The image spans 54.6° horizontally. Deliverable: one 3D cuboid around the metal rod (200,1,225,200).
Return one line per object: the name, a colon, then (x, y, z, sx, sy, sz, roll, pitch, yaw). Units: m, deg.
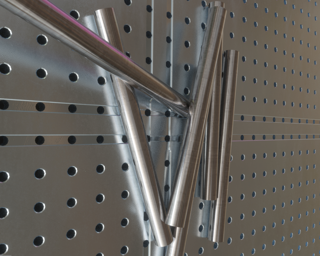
metal rod: (0.080, -0.042, 0.474, 0.025, 0.025, 0.298, 5, 87, -40)

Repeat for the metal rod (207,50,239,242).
metal rod: (0.101, 0.025, 0.492, 0.025, 0.025, 0.299, 10, 84, -40)

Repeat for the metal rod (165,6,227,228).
metal rod: (0.050, -0.022, 0.415, 0.025, 0.025, 0.299, 20, 78, -38)

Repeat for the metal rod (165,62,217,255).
metal rod: (0.044, 0.048, 0.438, 0.025, 0.025, 0.299, 16, 82, -39)

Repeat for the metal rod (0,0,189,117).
metal rod: (-0.047, -0.069, 0.323, 0.301, 0.025, 0.025, 26, 73, -51)

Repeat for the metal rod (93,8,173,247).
metal rod: (-0.029, 0.008, 0.383, 0.025, 0.025, 0.298, -23, 104, -38)
